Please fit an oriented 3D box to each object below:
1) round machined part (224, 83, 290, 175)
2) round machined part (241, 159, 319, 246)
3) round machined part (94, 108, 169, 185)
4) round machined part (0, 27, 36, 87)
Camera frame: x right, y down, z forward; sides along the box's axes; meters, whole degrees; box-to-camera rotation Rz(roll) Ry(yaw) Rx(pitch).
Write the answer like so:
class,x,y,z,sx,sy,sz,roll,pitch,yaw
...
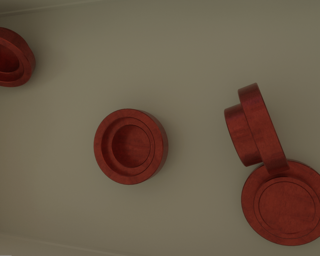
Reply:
class,x,y,z,sx,sy,sz,roll,pitch,yaw
round machined part,0.102,0.004,0.336,0.042,0.098,0.098,-21,83,19
round machined part,0.142,0.085,0.351,0.098,0.042,0.097,0,90,20
round machined part,-0.035,0.024,0.414,0.098,0.042,0.097,0,90,20
round machined part,-0.237,-0.111,0.466,0.098,0.098,0.042,-13,47,19
